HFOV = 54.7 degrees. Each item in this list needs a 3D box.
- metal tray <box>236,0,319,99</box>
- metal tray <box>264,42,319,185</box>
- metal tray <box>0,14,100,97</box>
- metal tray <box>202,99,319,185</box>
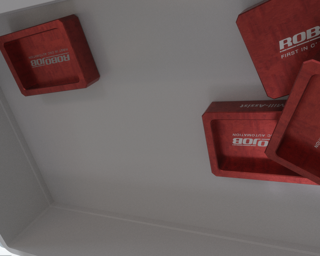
[{"bbox_3d":[0.146,-0.088,0.274,0.130,0.030,0.090,-17,110,35],"label":"metal tray"},{"bbox_3d":[0.150,0.000,0.261,0.090,0.030,0.129,30,149,23],"label":"metal tray"},{"bbox_3d":[-0.155,-0.096,0.428,0.130,0.030,0.090,-3,117,29],"label":"metal tray"},{"bbox_3d":[0.120,0.015,0.351,0.130,0.030,0.089,1,119,27],"label":"metal tray"}]
